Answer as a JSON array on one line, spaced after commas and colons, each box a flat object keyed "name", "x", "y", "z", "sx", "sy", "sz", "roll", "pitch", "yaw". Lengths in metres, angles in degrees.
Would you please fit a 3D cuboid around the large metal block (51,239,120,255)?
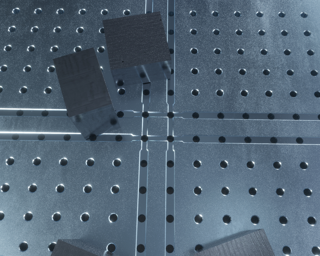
[{"name": "large metal block", "x": -0.070, "y": 0.156, "z": 0.325, "sx": 0.080, "sy": 0.080, "sz": 0.050, "roll": 19, "pitch": 71, "yaw": 7}]

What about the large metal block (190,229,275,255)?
[{"name": "large metal block", "x": 0.086, "y": 0.164, "z": 0.339, "sx": 0.080, "sy": 0.050, "sz": 0.080, "roll": -18, "pitch": 71, "yaw": -6}]

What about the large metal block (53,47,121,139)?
[{"name": "large metal block", "x": -0.091, "y": -0.041, "z": 0.397, "sx": 0.050, "sy": 0.080, "sz": 0.080, "roll": -18, "pitch": 71, "yaw": -6}]

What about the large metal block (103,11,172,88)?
[{"name": "large metal block", "x": -0.032, "y": -0.110, "z": 0.439, "sx": 0.080, "sy": 0.050, "sz": 0.080, "roll": -10, "pitch": 70, "yaw": -4}]
